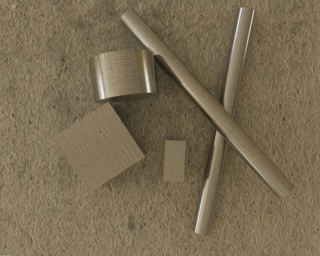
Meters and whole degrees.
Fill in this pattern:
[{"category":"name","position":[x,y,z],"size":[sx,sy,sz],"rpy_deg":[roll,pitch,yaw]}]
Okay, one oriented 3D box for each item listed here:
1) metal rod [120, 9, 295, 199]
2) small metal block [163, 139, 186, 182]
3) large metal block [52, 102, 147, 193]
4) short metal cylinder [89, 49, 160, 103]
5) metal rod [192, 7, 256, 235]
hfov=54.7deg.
[{"category":"metal rod","position":[0.054,-0.036,0.390],"size":[0.025,0.025,0.300],"rpy_deg":[-41,82,0]},{"category":"small metal block","position":[0.017,0.040,0.398],"size":[0.025,0.050,0.050],"rpy_deg":[3,90,0]},{"category":"large metal block","position":[-0.073,0.023,0.397],"size":[0.080,0.050,0.080],"rpy_deg":[-33,90,0]},{"category":"short metal cylinder","position":[-0.044,-0.061,0.382],"size":[0.081,0.080,0.050],"rpy_deg":[-8,90,0]},{"category":"metal rod","position":[0.085,-0.009,0.411],"size":[0.025,0.025,0.298],"rpy_deg":[12,90,-1]}]
